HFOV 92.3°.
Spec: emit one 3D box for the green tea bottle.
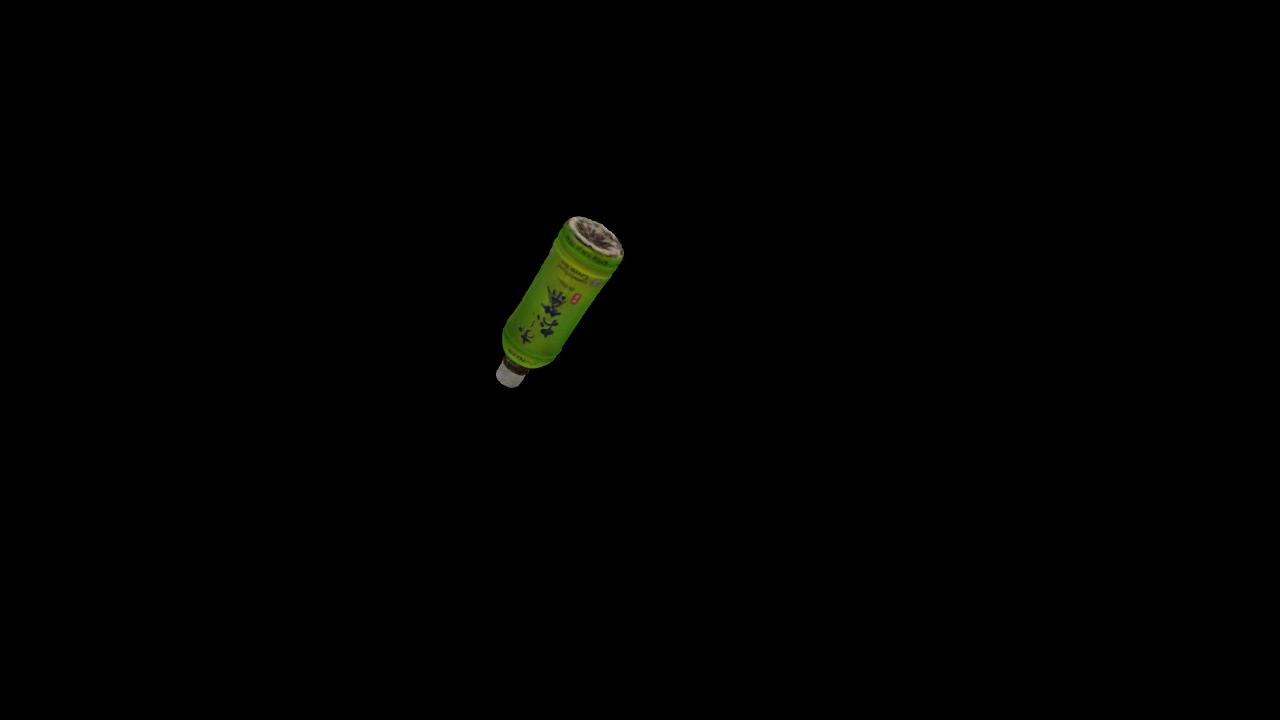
[{"bbox_3d":[-0.097,-0.051,0.666,0.073,0.212,0.073,26,30,-16],"label":"green tea bottle"}]
